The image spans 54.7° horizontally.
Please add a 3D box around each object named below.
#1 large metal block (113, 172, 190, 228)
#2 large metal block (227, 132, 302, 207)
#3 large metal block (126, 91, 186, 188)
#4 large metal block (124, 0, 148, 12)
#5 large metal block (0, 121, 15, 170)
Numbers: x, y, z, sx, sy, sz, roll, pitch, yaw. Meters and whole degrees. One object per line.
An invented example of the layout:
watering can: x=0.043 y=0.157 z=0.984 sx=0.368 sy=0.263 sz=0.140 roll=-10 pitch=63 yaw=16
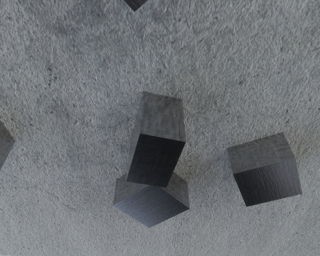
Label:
large metal block: x=-0.012 y=0.101 z=0.477 sx=0.080 sy=0.050 sz=0.080 roll=-33 pitch=123 yaw=25
large metal block: x=0.150 y=0.061 z=0.444 sx=0.080 sy=0.050 sz=0.080 roll=-18 pitch=128 yaw=14
large metal block: x=-0.006 y=0.014 z=0.383 sx=0.050 sy=0.080 sz=0.079 roll=11 pitch=129 yaw=-9
large metal block: x=-0.018 y=-0.160 z=0.254 sx=0.080 sy=0.050 sz=0.080 roll=-33 pitch=123 yaw=24
large metal block: x=-0.249 y=0.032 z=0.396 sx=0.080 sy=0.080 sz=0.050 roll=-9 pitch=130 yaw=7
